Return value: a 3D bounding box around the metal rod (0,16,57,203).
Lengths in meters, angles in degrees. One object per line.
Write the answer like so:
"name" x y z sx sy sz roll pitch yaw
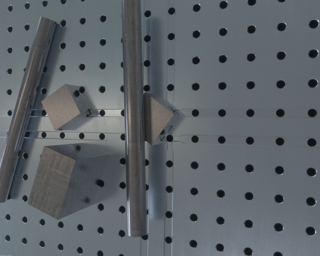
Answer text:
"metal rod" -0.217 -0.025 0.489 0.025 0.025 0.298 20 97 19

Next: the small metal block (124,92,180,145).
"small metal block" -0.011 -0.012 0.416 0.050 0.025 0.050 40 102 15

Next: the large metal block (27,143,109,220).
"large metal block" -0.123 0.069 0.427 0.050 0.080 0.080 20 97 19

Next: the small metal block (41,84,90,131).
"small metal block" -0.141 -0.030 0.462 0.050 0.025 0.050 -31 80 17

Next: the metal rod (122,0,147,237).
"metal rod" -0.033 -0.014 0.397 0.025 0.025 0.298 -2 89 20
